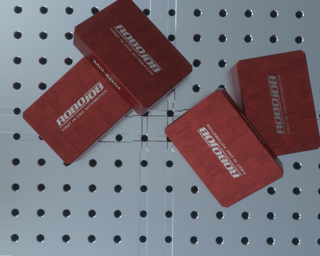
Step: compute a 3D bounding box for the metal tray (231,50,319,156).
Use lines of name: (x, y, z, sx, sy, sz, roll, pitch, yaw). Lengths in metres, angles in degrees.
metal tray: (0.152, -0.030, 0.412, 0.090, 0.030, 0.129, -10, 90, 0)

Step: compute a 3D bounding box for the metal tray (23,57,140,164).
metal tray: (-0.100, -0.028, 0.410, 0.130, 0.030, 0.090, -43, 90, 0)

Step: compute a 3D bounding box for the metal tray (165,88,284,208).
metal tray: (0.080, 0.026, 0.395, 0.090, 0.030, 0.130, -37, 90, 22)

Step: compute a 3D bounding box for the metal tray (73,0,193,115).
metal tray: (-0.034, -0.093, 0.394, 0.090, 0.030, 0.130, -43, 90, -23)
